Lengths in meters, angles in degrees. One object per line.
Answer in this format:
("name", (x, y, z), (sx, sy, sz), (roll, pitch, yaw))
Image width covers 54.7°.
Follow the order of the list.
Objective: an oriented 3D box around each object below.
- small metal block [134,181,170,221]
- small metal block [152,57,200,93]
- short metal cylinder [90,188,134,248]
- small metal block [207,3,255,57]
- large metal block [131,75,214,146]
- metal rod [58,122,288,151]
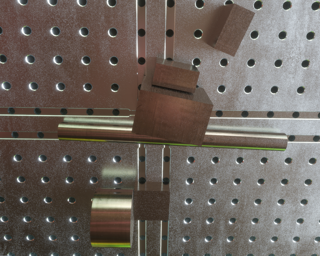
("small metal block", (-0.012, 0.107, 0.453), (0.050, 0.025, 0.050), (1, 110, -1))
("small metal block", (0.018, -0.065, 0.376), (0.050, 0.050, 0.025), (11, 110, -5))
("short metal cylinder", (-0.063, 0.124, 0.429), (0.050, 0.080, 0.079), (2, 110, -1))
("small metal block", (0.080, -0.114, 0.359), (0.025, 0.050, 0.050), (21, 109, -8))
("large metal block", (0.013, -0.024, 0.376), (0.081, 0.080, 0.050), (12, 110, -5))
("metal rod", (0.018, 0.012, 0.417), (0.302, 0.025, 0.025), (3, 110, -2))
